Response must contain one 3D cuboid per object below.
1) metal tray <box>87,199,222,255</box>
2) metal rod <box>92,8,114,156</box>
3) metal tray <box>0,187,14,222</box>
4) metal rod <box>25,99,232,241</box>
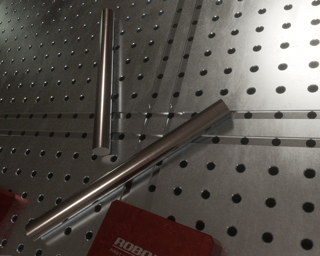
[{"bbox_3d":[-0.012,0.139,0.325,0.130,0.030,0.090,12,67,32],"label":"metal tray"},{"bbox_3d":[-0.090,-0.093,0.510,0.025,0.025,0.299,-17,55,18],"label":"metal rod"},{"bbox_3d":[-0.289,0.143,0.466,0.090,0.030,0.130,12,68,33],"label":"metal tray"},{"bbox_3d":[-0.044,0.056,0.395,0.300,0.025,0.025,-33,52,6],"label":"metal rod"}]
